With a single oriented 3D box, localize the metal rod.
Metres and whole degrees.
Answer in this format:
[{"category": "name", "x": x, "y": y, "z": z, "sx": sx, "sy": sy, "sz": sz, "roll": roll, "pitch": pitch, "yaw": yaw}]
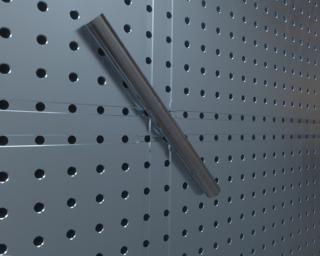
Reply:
[{"category": "metal rod", "x": 0.004, "y": -0.012, "z": 0.411, "sx": 0.025, "sy": 0.025, "sz": 0.300, "roll": -50, "pitch": 120, "yaw": -28}]
